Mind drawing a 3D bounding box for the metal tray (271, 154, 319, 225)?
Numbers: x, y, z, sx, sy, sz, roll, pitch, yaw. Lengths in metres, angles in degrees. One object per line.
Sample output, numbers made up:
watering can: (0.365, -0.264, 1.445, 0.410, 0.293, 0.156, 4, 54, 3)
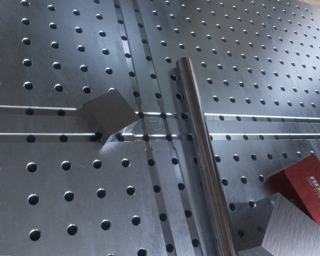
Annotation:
metal tray: (0.236, 0.113, 0.466, 0.091, 0.030, 0.130, -16, 70, -35)

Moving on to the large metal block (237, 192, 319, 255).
large metal block: (0.152, 0.143, 0.389, 0.080, 0.050, 0.080, 39, 51, -2)

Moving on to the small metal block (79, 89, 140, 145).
small metal block: (-0.062, -0.015, 0.385, 0.050, 0.025, 0.050, -33, 81, -38)

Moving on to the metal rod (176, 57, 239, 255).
metal rod: (0.059, 0.026, 0.425, 0.025, 0.025, 0.299, 5, 59, -26)
